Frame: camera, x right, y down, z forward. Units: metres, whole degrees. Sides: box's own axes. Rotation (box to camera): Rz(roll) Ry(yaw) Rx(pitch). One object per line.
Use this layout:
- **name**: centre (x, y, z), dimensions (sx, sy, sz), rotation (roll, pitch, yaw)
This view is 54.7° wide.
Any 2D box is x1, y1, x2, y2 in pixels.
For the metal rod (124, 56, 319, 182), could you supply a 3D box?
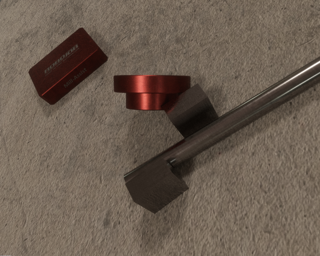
- **metal rod**: centre (0.090, -0.010, 0.362), dimensions (0.300, 0.025, 0.025), rotation (-32, 52, 7)

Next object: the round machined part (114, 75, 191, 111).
- **round machined part**: centre (-0.010, -0.046, 0.402), dimensions (0.098, 0.099, 0.042), rotation (5, 100, 30)

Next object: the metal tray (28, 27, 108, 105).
- **metal tray**: centre (-0.167, -0.113, 0.555), dimensions (0.130, 0.030, 0.090), rotation (-39, 51, 1)

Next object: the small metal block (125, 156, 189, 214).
- **small metal block**: centre (-0.002, 0.065, 0.348), dimensions (0.050, 0.050, 0.025), rotation (-38, 51, 3)

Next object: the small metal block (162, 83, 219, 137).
- **small metal block**: centre (0.038, -0.019, 0.378), dimensions (0.050, 0.050, 0.025), rotation (-33, 53, 6)
